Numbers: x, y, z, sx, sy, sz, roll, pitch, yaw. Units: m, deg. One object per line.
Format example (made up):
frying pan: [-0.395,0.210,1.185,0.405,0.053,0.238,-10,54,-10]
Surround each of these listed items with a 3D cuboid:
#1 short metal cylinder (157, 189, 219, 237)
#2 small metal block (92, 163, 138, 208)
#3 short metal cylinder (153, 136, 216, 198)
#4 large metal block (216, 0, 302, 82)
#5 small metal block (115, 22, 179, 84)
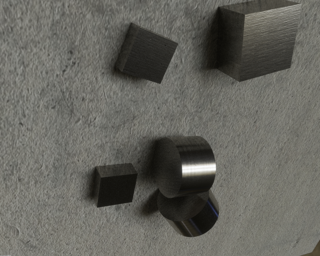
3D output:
short metal cylinder: [0.043,0.115,0.466,0.080,0.080,0.050,-35,129,-5]
small metal block: [-0.062,0.077,0.421,0.050,0.025,0.050,-2,120,-28]
short metal cylinder: [0.031,0.051,0.420,0.050,0.080,0.079,-2,119,-28]
large metal block: [0.120,-0.112,0.387,0.081,0.050,0.079,-17,125,-19]
small metal block: [-0.015,-0.083,0.347,0.050,0.025,0.050,12,112,-34]
